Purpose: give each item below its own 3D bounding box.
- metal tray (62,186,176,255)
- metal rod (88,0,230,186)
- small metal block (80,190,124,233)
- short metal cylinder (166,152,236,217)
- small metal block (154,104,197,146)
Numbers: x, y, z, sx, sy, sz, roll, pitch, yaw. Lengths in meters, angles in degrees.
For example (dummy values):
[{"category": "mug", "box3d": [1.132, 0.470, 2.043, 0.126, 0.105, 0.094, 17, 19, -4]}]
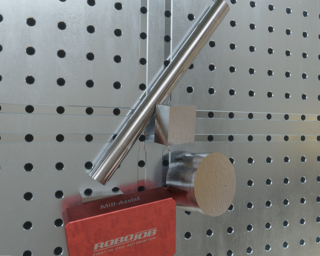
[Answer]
[{"category": "metal tray", "box3d": [-0.046, 0.130, 0.380, 0.131, 0.030, 0.089, -9, 111, -20]}, {"category": "metal rod", "box3d": [0.006, -0.056, 0.415, 0.025, 0.025, 0.300, 39, 77, -16]}, {"category": "small metal block", "box3d": [-0.072, 0.107, 0.387, 0.050, 0.025, 0.050, -1, 91, -20]}, {"category": "short metal cylinder", "box3d": [0.055, 0.072, 0.408, 0.081, 0.050, 0.080, 3, 85, -40]}, {"category": "small metal block", "box3d": [0.021, -0.006, 0.408, 0.050, 0.025, 0.050, -5, 102, -43]}]
